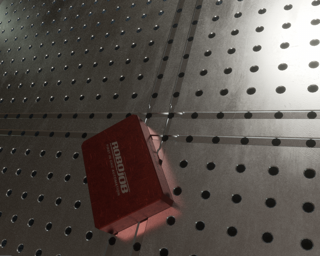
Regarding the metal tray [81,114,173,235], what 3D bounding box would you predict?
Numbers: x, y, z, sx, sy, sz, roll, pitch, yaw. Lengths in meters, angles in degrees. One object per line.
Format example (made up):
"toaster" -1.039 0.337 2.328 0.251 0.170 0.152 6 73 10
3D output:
"metal tray" -0.047 0.055 0.394 0.090 0.030 0.130 -28 52 10
